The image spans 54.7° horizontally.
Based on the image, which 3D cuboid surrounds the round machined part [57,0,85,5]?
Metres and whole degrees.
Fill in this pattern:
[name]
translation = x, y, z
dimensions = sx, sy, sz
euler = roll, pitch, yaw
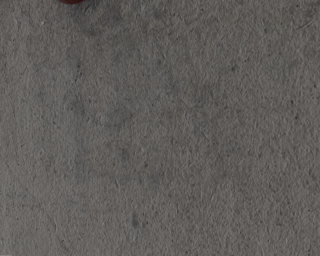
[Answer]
[round machined part]
translation = -0.122, -0.225, 0.443
dimensions = 0.098, 0.042, 0.097
euler = 0, 90, 20
